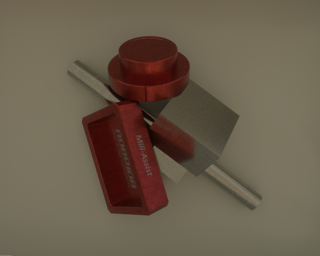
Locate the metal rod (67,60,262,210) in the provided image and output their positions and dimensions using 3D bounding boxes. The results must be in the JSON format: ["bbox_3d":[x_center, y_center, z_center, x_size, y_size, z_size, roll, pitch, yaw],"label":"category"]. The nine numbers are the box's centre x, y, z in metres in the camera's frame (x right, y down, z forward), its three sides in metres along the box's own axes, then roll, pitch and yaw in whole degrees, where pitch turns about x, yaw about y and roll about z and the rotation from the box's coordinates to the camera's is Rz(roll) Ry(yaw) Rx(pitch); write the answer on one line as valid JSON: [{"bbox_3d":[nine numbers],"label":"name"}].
[{"bbox_3d":[0.007,0.010,0.410,0.301,0.025,0.025,37,90,-1],"label":"metal rod"}]

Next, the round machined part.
[{"bbox_3d":[-0.013,-0.077,0.371,0.099,0.098,0.042,-2,131,-1],"label":"round machined part"}]

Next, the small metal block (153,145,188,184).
[{"bbox_3d":[0.008,0.042,0.397,0.050,0.050,0.025,38,90,-1],"label":"small metal block"}]

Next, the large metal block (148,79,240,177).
[{"bbox_3d":[0.040,-0.002,0.378,0.080,0.050,0.080,37,47,0],"label":"large metal block"}]

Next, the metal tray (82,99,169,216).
[{"bbox_3d":[-0.046,0.038,0.378,0.030,0.090,0.129,-17,90,-41],"label":"metal tray"}]
